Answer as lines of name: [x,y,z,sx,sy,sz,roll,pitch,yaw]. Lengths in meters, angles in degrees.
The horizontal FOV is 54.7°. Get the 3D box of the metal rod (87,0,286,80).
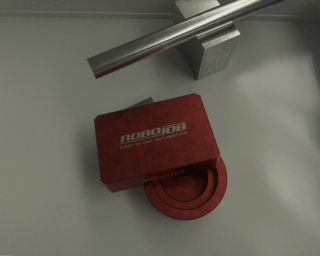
metal rod: [0.058,-0.128,0.372,0.302,0.025,0.025,-25,72,-9]

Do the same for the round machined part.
round machined part: [0.029,0.063,0.378,0.099,0.042,0.098,0,70,-1]

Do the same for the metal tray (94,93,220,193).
metal tray: [-0.006,0.016,0.363,0.131,0.030,0.090,-13,59,-1]

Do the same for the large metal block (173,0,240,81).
large metal block: [0.059,-0.126,0.427,0.050,0.080,0.080,-25,72,-9]

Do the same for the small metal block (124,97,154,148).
small metal block: [-0.022,-0.006,0.412,0.050,0.025,0.050,-27,73,-10]
